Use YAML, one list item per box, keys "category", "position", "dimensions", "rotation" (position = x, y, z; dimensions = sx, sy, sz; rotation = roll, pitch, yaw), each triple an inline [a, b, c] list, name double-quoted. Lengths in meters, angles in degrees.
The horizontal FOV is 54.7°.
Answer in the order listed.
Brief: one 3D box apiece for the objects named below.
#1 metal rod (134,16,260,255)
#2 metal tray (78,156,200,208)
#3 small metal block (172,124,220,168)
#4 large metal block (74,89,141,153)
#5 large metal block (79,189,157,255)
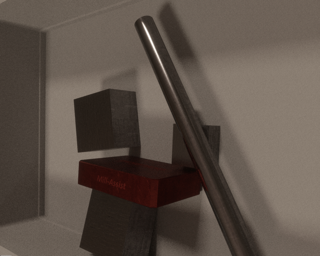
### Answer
- category: "metal rod"
  position: [0.033, 0.000, 0.345]
  dimensions: [0.025, 0.025, 0.299]
  rotation: [-34, 69, 34]
- category: "metal tray"
  position: [-0.027, 0.061, 0.384]
  dimensions: [0.130, 0.091, 0.030]
  rotation: [6, 94, 39]
- category: "small metal block"
  position: [0.043, 0.021, 0.370]
  dimensions: [0.050, 0.025, 0.050]
  rotation: [4, 93, 39]
- category: "large metal block"
  position: [-0.078, -0.008, 0.452]
  dimensions: [0.080, 0.050, 0.080]
  rotation: [-9, 84, 39]
- category: "large metal block"
  position: [-0.056, 0.132, 0.423]
  dimensions: [0.080, 0.050, 0.080]
  rotation: [3, 77, 39]
